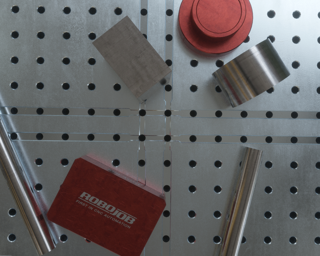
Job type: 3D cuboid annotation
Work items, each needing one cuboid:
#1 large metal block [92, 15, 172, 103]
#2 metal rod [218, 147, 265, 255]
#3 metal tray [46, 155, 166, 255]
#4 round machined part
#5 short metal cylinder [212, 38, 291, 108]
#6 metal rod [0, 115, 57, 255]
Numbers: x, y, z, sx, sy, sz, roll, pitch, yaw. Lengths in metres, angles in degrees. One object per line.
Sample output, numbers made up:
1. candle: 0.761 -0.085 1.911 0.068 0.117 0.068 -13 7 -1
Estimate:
1. large metal block: -0.031 -0.080 0.385 0.050 0.080 0.080 -39 91 0
2. metal rod: 0.090 0.173 0.414 0.025 0.025 0.298 14 90 -1
3. metal tray: -0.069 0.105 0.410 0.131 0.030 0.090 27 90 -1
4. round machined part: 0.073 -0.146 0.406 0.099 0.042 0.097 0 90 -1
5. short metal cylinder: 0.113 -0.068 0.387 0.080 0.080 0.050 -32 90 0
6. metal rod: -0.208 0.025 0.410 0.025 0.025 0.299 -23 90 0
